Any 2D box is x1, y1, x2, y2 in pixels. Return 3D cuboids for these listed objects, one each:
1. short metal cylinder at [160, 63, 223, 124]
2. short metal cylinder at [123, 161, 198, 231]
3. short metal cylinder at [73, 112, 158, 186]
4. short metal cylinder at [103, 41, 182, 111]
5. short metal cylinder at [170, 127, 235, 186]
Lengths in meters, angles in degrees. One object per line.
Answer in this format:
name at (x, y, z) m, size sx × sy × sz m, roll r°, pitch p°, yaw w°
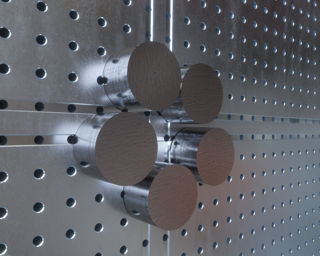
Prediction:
short metal cylinder at (0.041, -0.045, 0.425) m, size 0.081 × 0.050 × 0.079 m, roll 0°, pitch 91°, yaw -40°
short metal cylinder at (0.002, 0.083, 0.392) m, size 0.081 × 0.050 × 0.080 m, roll 0°, pitch 90°, yaw -39°
short metal cylinder at (-0.049, 0.022, 0.351) m, size 0.081 × 0.050 × 0.079 m, roll -1°, pitch 91°, yaw -40°
short metal cylinder at (-0.020, -0.060, 0.375) m, size 0.081 × 0.050 × 0.079 m, roll 0°, pitch 91°, yaw -40°
short metal cylinder at (0.061, 0.039, 0.443) m, size 0.081 × 0.050 × 0.079 m, roll -2°, pitch 93°, yaw -40°
